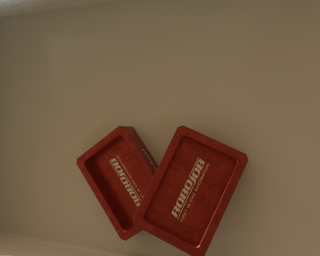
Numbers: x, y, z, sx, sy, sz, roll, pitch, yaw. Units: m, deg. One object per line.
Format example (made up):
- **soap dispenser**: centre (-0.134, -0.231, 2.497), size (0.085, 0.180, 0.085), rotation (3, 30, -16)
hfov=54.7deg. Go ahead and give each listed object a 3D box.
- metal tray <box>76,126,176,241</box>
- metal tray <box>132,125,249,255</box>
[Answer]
- **metal tray**: centre (-0.045, 0.073, 0.423), size (0.090, 0.030, 0.130), rotation (-37, 78, 16)
- **metal tray**: centre (0.037, 0.073, 0.371), size (0.090, 0.030, 0.130), rotation (25, 84, 9)
